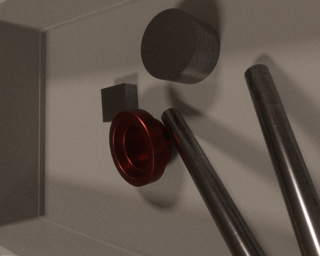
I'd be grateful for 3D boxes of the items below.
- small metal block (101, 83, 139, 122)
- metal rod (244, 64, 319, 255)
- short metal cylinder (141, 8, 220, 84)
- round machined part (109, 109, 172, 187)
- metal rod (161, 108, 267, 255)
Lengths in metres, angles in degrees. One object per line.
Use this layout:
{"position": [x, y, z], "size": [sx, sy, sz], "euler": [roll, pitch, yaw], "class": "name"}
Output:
{"position": [-0.059, -0.035, 0.453], "size": [0.050, 0.025, 0.050], "euler": [-7, 85, 39], "class": "small metal block"}
{"position": [0.111, 0.063, 0.237], "size": [0.025, 0.025, 0.300], "euler": [-34, 45, 34], "class": "metal rod"}
{"position": [0.024, -0.095, 0.369], "size": [0.080, 0.050, 0.079], "euler": [0, 90, 39], "class": "short metal cylinder"}
{"position": [-0.022, 0.023, 0.402], "size": [0.098, 0.042, 0.097], "euler": [16, 112, 48], "class": "round machined part"}
{"position": [0.061, 0.079, 0.290], "size": [0.025, 0.025, 0.300], "euler": [-55, 38, 25], "class": "metal rod"}
